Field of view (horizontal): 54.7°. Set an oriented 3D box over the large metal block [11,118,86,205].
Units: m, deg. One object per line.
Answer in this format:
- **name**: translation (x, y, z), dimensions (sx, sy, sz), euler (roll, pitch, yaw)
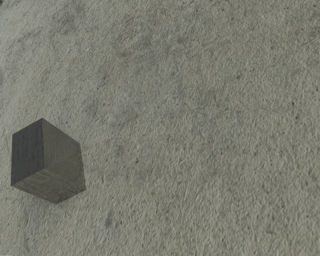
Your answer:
- **large metal block**: translation (-0.149, 0.046, 0.419), dimensions (0.050, 0.080, 0.080), euler (-27, 52, 11)
